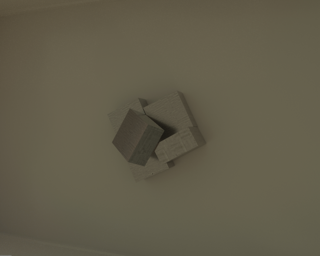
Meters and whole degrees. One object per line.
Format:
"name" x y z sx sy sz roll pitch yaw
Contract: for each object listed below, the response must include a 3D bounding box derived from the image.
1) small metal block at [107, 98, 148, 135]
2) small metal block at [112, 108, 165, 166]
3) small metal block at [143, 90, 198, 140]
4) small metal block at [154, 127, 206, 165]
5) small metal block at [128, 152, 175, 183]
"small metal block" -0.036 -0.007 0.421 0.050 0.025 0.050 -26 82 17
"small metal block" -0.028 0.011 0.378 0.050 0.025 0.050 40 105 50
"small metal block" 0.014 -0.014 0.403 0.050 0.025 0.050 -26 82 17
"small metal block" 0.025 0.021 0.386 0.050 0.050 0.025 -29 81 16
"small metal block" -0.016 0.039 0.414 0.050 0.025 0.050 -26 82 17
